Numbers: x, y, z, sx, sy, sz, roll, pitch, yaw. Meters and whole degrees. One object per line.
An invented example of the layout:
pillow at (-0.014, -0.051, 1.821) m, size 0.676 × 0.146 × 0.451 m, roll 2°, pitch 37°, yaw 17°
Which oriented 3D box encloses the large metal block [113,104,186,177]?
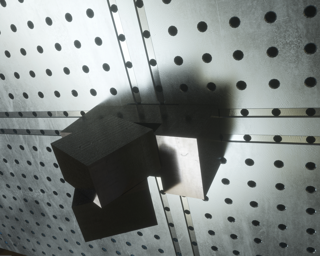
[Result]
large metal block at (-0.016, 0.016, 0.409) m, size 0.080 × 0.050 × 0.079 m, roll 3°, pitch 120°, yaw 26°

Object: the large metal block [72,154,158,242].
large metal block at (-0.051, 0.076, 0.362) m, size 0.081 × 0.080 × 0.050 m, roll -13°, pitch 116°, yaw -3°

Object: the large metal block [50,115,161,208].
large metal block at (-0.059, 0.031, 0.342) m, size 0.080 × 0.081 × 0.050 m, roll 18°, pitch 128°, yaw 45°

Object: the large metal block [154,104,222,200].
large metal block at (0.037, 0.025, 0.370) m, size 0.050 × 0.080 × 0.079 m, roll 4°, pitch 120°, yaw 26°

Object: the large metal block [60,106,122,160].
large metal block at (-0.080, 0.022, 0.430) m, size 0.050 × 0.080 × 0.079 m, roll 2°, pitch 119°, yaw 27°
